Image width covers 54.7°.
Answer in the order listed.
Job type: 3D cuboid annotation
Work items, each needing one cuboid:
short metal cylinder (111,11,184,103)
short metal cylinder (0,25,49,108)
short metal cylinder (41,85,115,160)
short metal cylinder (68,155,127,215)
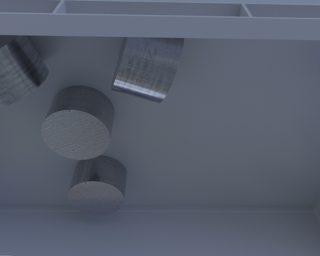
[{"bbox_3d":[-0.014,-0.070,0.313,0.050,0.080,0.079,15,128,-13],"label":"short metal cylinder"},{"bbox_3d":[-0.164,-0.063,0.317,0.080,0.080,0.050,-13,129,10],"label":"short metal cylinder"},{"bbox_3d":[-0.100,-0.006,0.386,0.081,0.050,0.079,0,130,0],"label":"short metal cylinder"},{"bbox_3d":[-0.092,0.086,0.465,0.081,0.050,0.079,0,130,0],"label":"short metal cylinder"}]
